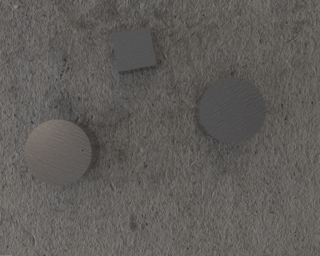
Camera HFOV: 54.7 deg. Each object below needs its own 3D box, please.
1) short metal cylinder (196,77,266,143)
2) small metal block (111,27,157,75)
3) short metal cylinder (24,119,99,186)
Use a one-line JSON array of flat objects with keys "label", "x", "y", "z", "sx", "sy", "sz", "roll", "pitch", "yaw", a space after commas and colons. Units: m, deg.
[{"label": "short metal cylinder", "x": 0.088, "y": -0.021, "z": 0.398, "sx": 0.081, "sy": 0.050, "sz": 0.079, "roll": 0, "pitch": 90, "yaw": 0}, {"label": "small metal block", "x": -0.034, "y": -0.101, "z": 0.410, "sx": 0.050, "sy": 0.025, "sz": 0.050, "roll": -10, "pitch": 90, "yaw": 0}, {"label": "short metal cylinder", "x": -0.122, "y": 0.029, "z": 0.396, "sx": 0.081, "sy": 0.050, "sz": 0.079, "roll": 0, "pitch": 90, "yaw": 0}]
